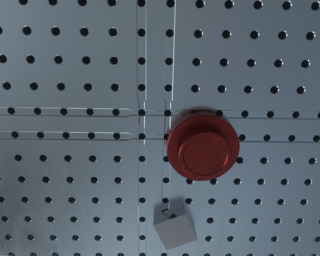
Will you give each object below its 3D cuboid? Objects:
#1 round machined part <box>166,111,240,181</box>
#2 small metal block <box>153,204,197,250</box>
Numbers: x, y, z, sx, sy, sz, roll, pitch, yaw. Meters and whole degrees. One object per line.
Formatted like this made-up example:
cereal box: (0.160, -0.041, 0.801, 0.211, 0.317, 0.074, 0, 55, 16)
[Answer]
round machined part: (0.058, 0.029, 0.416, 0.099, 0.042, 0.097, 0, 110, -1)
small metal block: (0.023, 0.151, 0.469, 0.050, 0.025, 0.050, -21, 109, 7)
